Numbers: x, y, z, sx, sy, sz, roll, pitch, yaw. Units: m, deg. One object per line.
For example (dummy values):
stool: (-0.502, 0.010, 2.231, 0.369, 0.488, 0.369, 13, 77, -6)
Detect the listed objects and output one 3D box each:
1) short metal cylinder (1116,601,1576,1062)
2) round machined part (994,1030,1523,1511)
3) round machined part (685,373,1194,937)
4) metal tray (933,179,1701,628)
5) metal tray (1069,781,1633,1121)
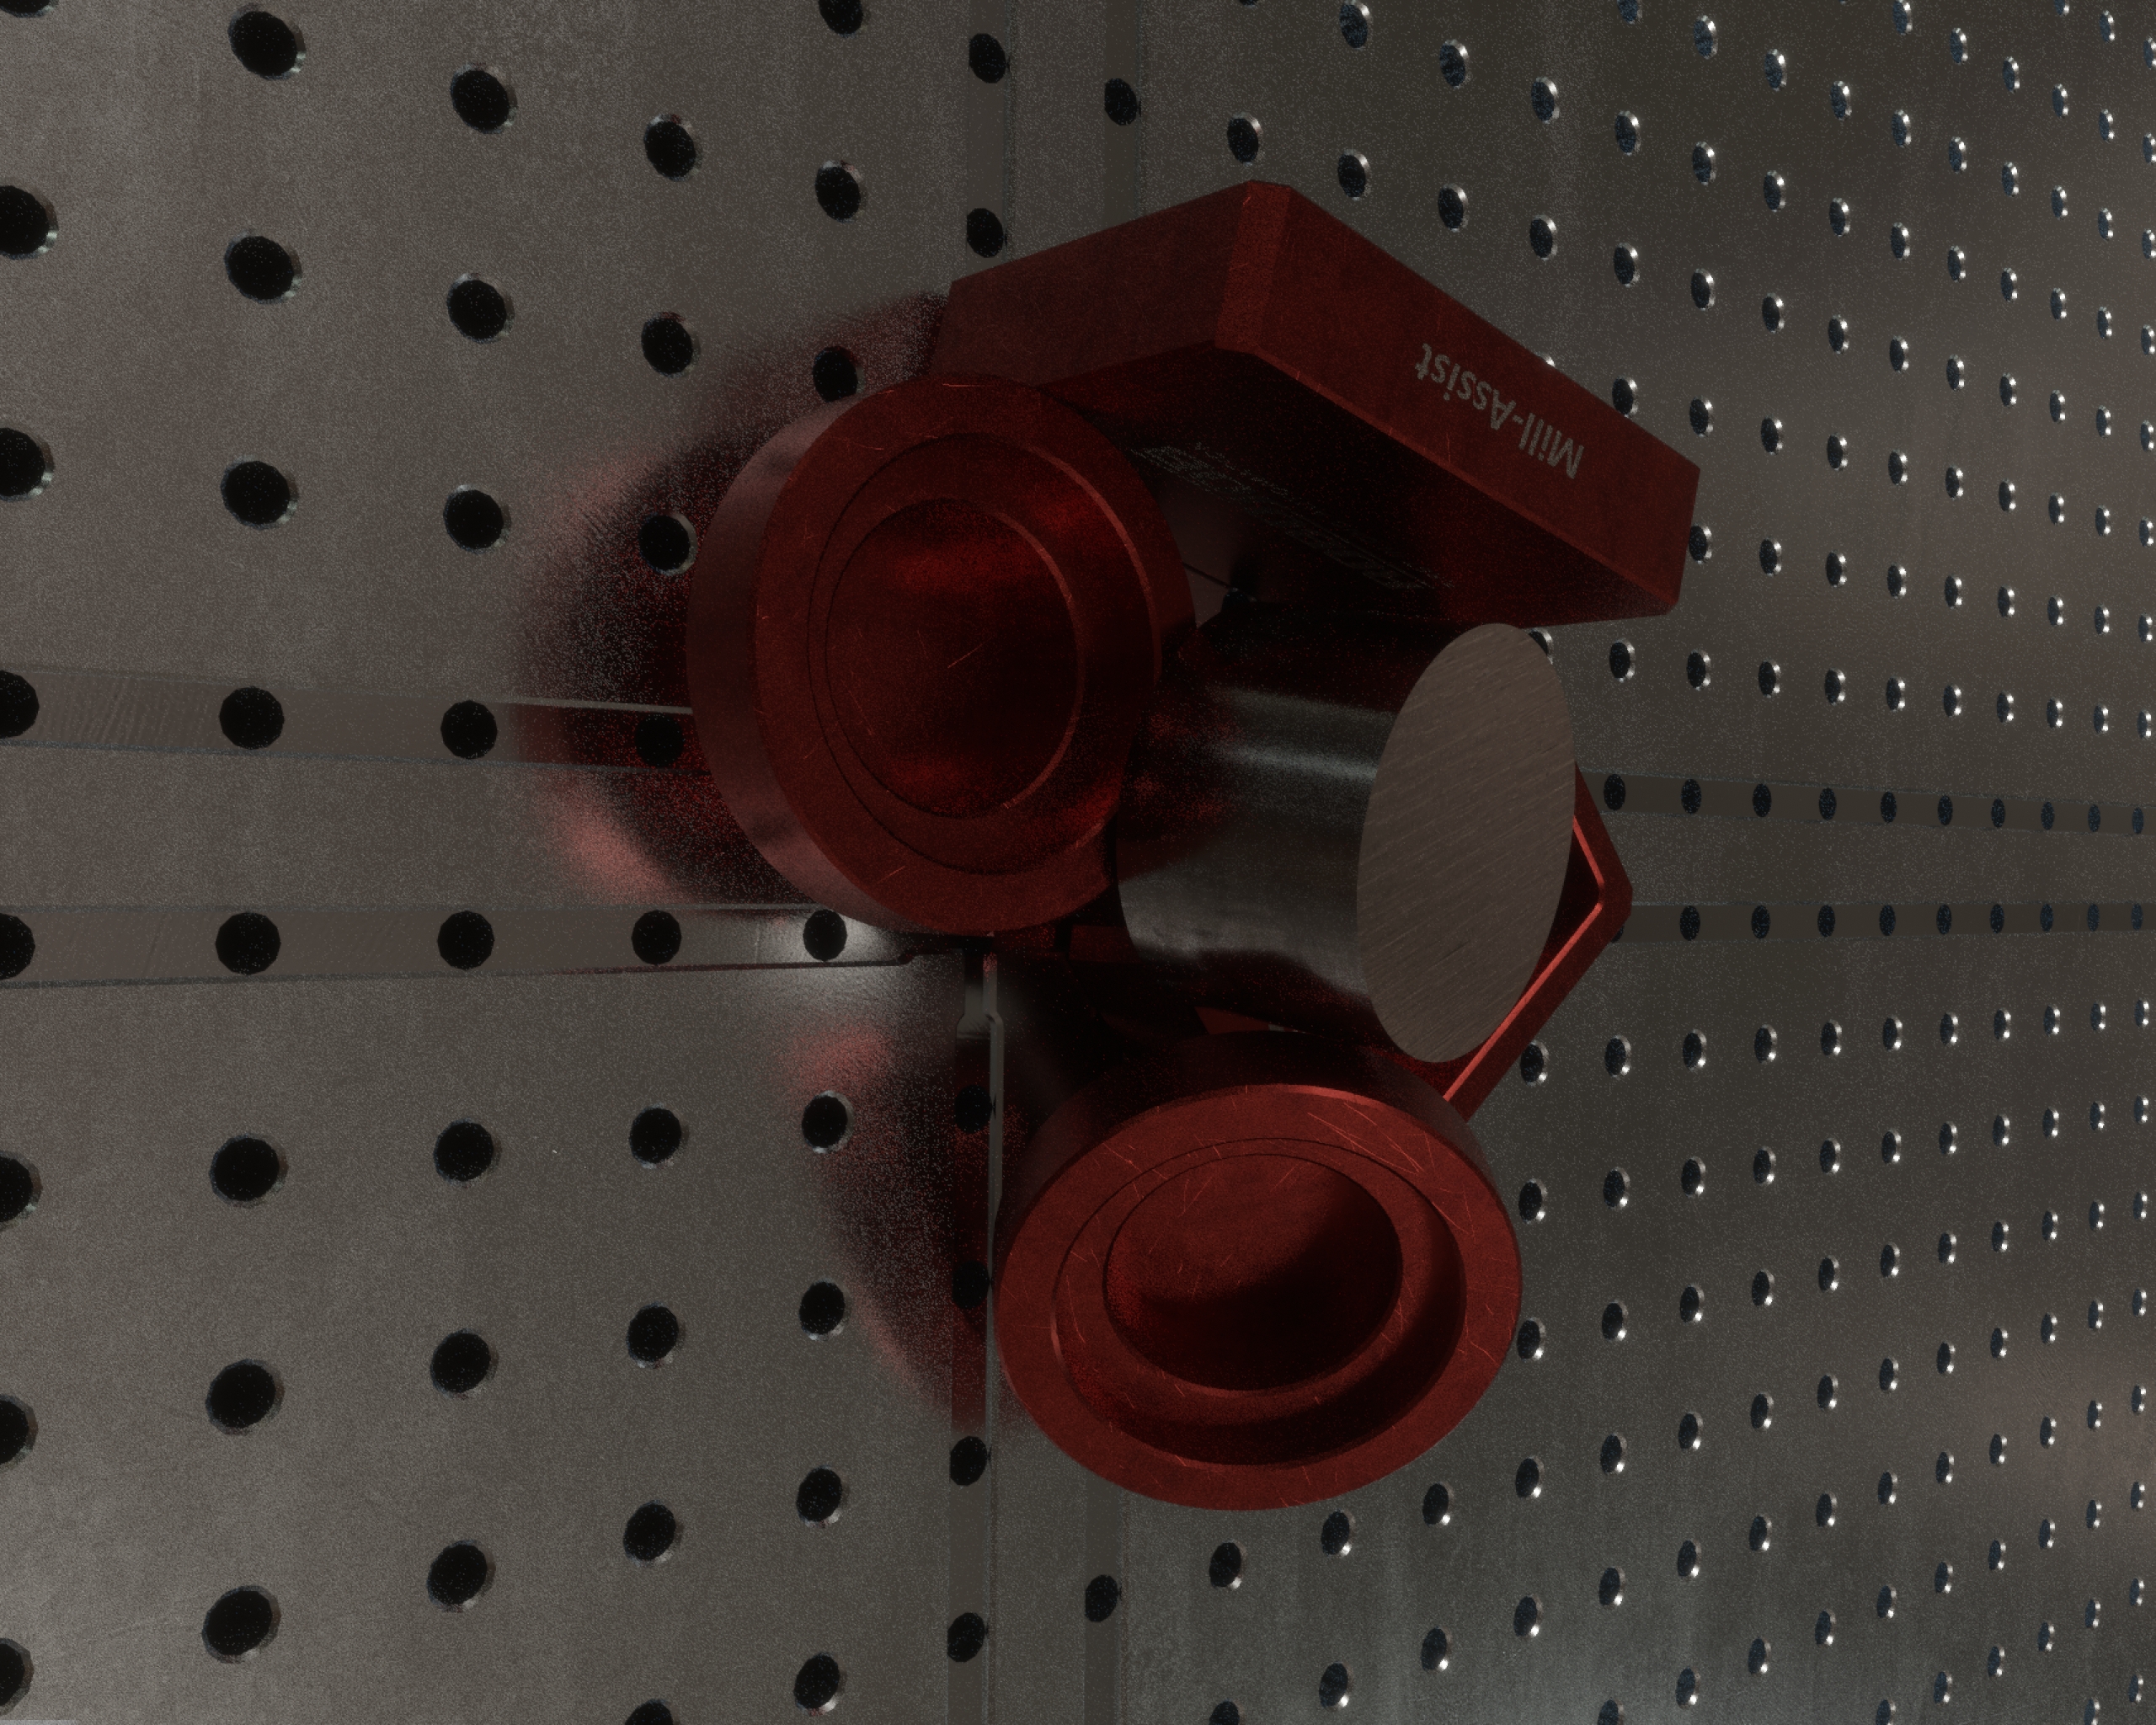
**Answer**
short metal cylinder: (0.052, -0.007, 0.390, 0.081, 0.050, 0.079, -17, 112, -49)
round machined part: (0.033, 0.074, 0.405, 0.099, 0.042, 0.097, -1, 115, -2)
round machined part: (-0.028, -0.036, 0.377, 0.099, 0.042, 0.097, 0, 90, -40)
metal tray: (0.047, -0.081, 0.408, 0.131, 0.090, 0.030, 19, 78, -39)
metal tray: (0.066, 0.013, 0.463, 0.131, 0.030, 0.090, -44, 117, -31)
